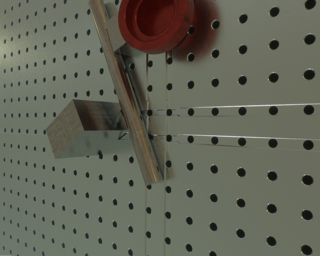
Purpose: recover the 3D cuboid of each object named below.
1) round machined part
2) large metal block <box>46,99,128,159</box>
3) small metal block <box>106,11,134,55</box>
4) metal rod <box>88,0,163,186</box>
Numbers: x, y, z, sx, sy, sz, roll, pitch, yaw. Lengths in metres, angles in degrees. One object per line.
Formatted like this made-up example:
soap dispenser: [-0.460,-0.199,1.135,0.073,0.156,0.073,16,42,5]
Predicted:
round machined part: [-0.001,-0.141,0.392,0.098,0.042,0.097,-2,86,30]
large metal block: [-0.109,0.003,0.463,0.080,0.081,0.050,-38,67,33]
small metal block: [-0.048,-0.142,0.449,0.050,0.025,0.050,-26,74,37]
metal rod: [-0.055,-0.063,0.454,0.025,0.025,0.299,-30,71,36]
